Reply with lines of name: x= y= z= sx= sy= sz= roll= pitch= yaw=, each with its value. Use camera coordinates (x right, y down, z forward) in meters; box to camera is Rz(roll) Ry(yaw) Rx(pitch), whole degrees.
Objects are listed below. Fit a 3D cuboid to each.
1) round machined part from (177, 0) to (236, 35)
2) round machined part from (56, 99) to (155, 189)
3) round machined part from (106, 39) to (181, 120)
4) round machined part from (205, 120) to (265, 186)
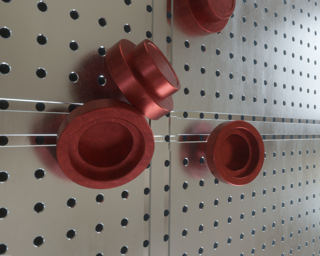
round machined part: x=0.075 y=-0.191 z=0.459 sx=0.099 sy=0.042 sz=0.097 roll=0 pitch=90 yaw=-40
round machined part: x=-0.058 y=0.013 z=0.329 sx=0.099 sy=0.042 sz=0.097 roll=-8 pitch=121 yaw=-14
round machined part: x=-0.013 y=-0.061 z=0.352 sx=0.098 sy=0.042 sz=0.098 roll=48 pitch=21 yaw=-25
round machined part: x=0.111 y=0.038 z=0.480 sx=0.099 sy=0.042 sz=0.098 roll=1 pitch=87 yaw=-27
